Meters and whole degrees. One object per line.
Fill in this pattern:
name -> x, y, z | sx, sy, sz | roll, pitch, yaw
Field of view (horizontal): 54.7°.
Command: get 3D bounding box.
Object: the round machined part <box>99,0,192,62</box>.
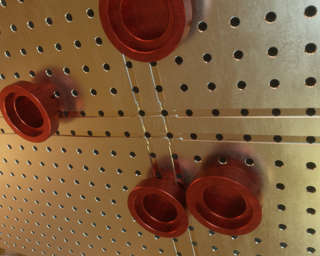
round machined part -> -0.012, -0.123, 0.329 | 0.098, 0.042, 0.097 | 13, 124, 20

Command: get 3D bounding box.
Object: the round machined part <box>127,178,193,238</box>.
round machined part -> 0.004, 0.115, 0.468 | 0.098, 0.042, 0.097 | 13, 124, 20

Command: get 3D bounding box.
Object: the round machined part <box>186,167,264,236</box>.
round machined part -> 0.087, 0.091, 0.410 | 0.098, 0.042, 0.097 | 13, 124, 20

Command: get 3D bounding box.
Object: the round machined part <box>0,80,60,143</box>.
round machined part -> -0.197, -0.029, 0.483 | 0.098, 0.042, 0.097 | 13, 124, 20
